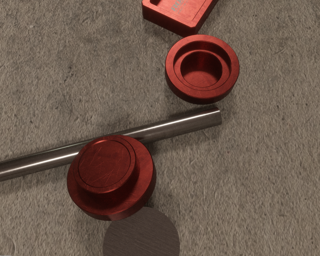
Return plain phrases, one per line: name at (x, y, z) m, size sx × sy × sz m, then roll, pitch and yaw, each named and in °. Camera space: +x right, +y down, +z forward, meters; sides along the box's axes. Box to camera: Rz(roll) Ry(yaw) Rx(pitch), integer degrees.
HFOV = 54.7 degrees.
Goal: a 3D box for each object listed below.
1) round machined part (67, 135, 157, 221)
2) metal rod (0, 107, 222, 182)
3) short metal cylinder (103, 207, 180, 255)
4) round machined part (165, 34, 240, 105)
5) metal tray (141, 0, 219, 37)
round machined part at (-0.056, 0.048, 0.342) m, size 0.099 × 0.042 × 0.098 m, roll -4°, pitch 55°, yaw 7°
metal rod at (-0.067, 0.021, 0.399) m, size 0.302 × 0.025 × 0.025 m, roll -14°, pitch 71°, yaw -6°
short metal cylinder at (-0.019, 0.131, 0.347) m, size 0.081 × 0.050 × 0.080 m, roll 0°, pitch 70°, yaw 0°
round machined part at (0.056, -0.076, 0.428) m, size 0.099 × 0.042 × 0.098 m, roll 0°, pitch 70°, yaw -1°
metal tray at (0.042, -0.209, 0.482) m, size 0.090 × 0.030 × 0.130 m, roll 29°, pitch 72°, yaw 9°
